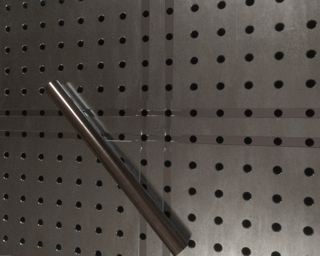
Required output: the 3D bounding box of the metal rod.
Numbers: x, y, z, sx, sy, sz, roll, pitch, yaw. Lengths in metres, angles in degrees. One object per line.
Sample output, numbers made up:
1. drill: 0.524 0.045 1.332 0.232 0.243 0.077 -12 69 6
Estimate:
1. metal rod: -0.068 0.048 0.435 0.025 0.025 0.300 -44 77 14
